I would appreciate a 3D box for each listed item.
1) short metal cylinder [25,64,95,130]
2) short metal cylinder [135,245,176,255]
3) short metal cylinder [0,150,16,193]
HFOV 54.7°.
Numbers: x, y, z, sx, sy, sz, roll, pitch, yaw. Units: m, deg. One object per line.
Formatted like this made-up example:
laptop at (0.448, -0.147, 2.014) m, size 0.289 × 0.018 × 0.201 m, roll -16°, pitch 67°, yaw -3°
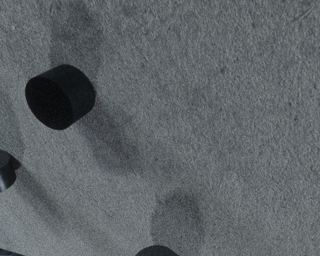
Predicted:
short metal cylinder at (-0.140, -0.044, 0.438) m, size 0.080 × 0.050 × 0.079 m, roll 13°, pitch 124°, yaw 21°
short metal cylinder at (-0.007, 0.250, 0.529) m, size 0.080 × 0.080 × 0.050 m, roll 2°, pitch 119°, yaw 27°
short metal cylinder at (-0.326, 0.085, 0.596) m, size 0.080 × 0.080 × 0.050 m, roll 13°, pitch 124°, yaw 21°
